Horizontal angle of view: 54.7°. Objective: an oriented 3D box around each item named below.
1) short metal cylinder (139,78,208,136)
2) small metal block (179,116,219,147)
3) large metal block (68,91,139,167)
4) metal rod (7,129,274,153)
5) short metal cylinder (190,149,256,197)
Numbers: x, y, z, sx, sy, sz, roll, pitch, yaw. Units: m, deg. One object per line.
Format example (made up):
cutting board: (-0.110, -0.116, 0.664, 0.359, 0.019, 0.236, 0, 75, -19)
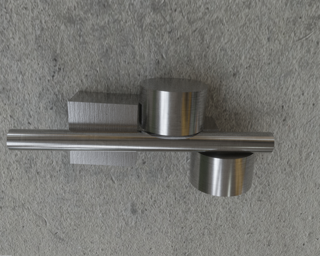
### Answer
short metal cylinder: (0.015, -0.028, 0.372, 0.081, 0.080, 0.050, 2, 110, -1)
small metal block: (0.045, 0.004, 0.399, 0.050, 0.050, 0.025, 1, 110, -1)
large metal block: (-0.068, 0.000, 0.393, 0.081, 0.050, 0.079, 3, 110, -2)
metal rod: (-0.020, 0.015, 0.362, 0.302, 0.025, 0.025, 1, 110, -2)
short metal cylinder: (0.079, 0.045, 0.399, 0.081, 0.080, 0.050, 0, 110, -1)
